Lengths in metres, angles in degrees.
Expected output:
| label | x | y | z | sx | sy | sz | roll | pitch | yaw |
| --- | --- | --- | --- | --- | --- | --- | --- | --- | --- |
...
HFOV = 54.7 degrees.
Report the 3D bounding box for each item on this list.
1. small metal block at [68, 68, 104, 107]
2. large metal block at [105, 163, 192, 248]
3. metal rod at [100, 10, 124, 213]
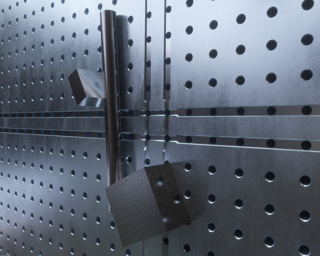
| label | x | y | z | sx | sy | sz | roll | pitch | yaw |
| --- | --- | --- | --- | --- | --- | --- | --- | --- | --- |
| small metal block | -0.107 | -0.061 | 0.479 | 0.025 | 0.050 | 0.050 | -35 | 69 | 34 |
| large metal block | -0.017 | 0.100 | 0.406 | 0.080 | 0.050 | 0.080 | -33 | 70 | 35 |
| metal rod | -0.071 | -0.026 | 0.465 | 0.025 | 0.025 | 0.298 | -5 | 87 | 39 |
